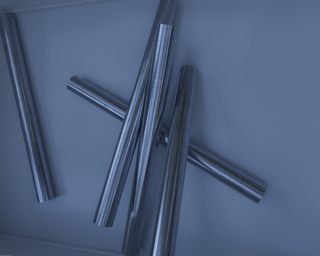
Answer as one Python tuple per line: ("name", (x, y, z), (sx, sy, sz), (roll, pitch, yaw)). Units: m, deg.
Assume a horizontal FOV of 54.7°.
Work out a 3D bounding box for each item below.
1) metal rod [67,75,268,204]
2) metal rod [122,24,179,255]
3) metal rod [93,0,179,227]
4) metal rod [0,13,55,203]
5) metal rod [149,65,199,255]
("metal rod", (-0.003, 0.007, 0.410), (0.301, 0.025, 0.025), (30, 100, 17))
("metal rod", (-0.015, 0.025, 0.390), (0.025, 0.025, 0.298), (15, 104, 19))
("metal rod", (-0.029, -0.024, 0.394), (0.025, 0.025, 0.299), (15, 85, 19))
("metal rod", (-0.209, -0.034, 0.482), (0.025, 0.025, 0.298), (-16, 85, 19))
("metal rod", (0.014, 0.061, 0.338), (0.025, 0.025, 0.299), (1, 65, 19))
